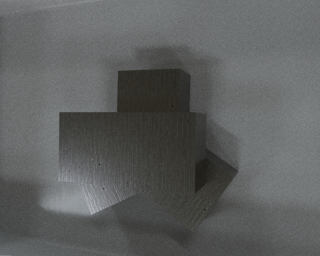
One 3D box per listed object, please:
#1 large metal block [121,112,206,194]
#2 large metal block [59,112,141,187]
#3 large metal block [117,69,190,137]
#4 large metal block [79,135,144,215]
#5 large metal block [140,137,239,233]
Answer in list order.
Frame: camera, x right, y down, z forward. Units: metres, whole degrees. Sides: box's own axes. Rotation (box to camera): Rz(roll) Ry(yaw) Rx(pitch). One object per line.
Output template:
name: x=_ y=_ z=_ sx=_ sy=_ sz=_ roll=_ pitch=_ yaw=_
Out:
large metal block: x=0.005 y=0.024 z=0.339 sx=0.080 sy=0.050 sz=0.080 roll=1 pitch=90 yaw=20
large metal block: x=-0.070 y=0.022 z=0.367 sx=0.080 sy=0.050 sz=0.080 roll=1 pitch=90 yaw=20
large metal block: x=-0.007 y=-0.031 z=0.398 sx=0.080 sy=0.050 sz=0.080 roll=2 pitch=91 yaw=20
large metal block: x=-0.063 y=0.059 z=0.418 sx=0.080 sy=0.050 sz=0.080 roll=-27 pitch=81 yaw=18
large metal block: x=0.037 y=0.064 z=0.381 sx=0.080 sy=0.050 sz=0.080 roll=36 pitch=101 yaw=17
